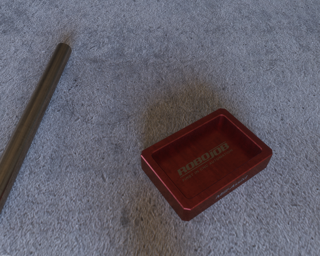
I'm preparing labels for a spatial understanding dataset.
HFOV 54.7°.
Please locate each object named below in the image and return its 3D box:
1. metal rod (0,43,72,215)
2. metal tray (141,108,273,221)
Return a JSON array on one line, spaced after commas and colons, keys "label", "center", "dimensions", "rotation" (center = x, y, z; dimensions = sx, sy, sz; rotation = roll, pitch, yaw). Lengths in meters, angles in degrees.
[{"label": "metal rod", "center": [-0.170, -0.015, 0.413], "dimensions": [0.025, 0.025, 0.300], "rotation": [4, 50, 3]}, {"label": "metal tray", "center": [0.055, 0.037, 0.369], "dimensions": [0.131, 0.030, 0.090], "rotation": [-28, 56, -22]}]
